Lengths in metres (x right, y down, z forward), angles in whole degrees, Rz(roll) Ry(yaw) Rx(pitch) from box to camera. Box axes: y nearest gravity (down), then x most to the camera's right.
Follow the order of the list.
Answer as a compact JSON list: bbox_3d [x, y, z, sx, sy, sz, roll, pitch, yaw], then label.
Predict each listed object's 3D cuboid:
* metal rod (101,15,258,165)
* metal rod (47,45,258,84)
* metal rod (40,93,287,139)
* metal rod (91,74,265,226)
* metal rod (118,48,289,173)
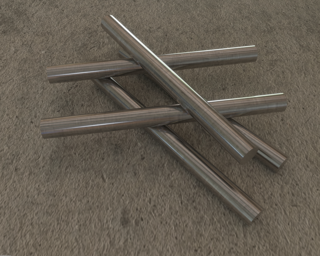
[{"bbox_3d":[0.006,-0.066,0.396,0.025,0.025,0.300,-28,56,-22],"label":"metal rod"},{"bbox_3d":[-0.006,-0.093,0.451,0.302,0.025,0.025,-7,51,-7],"label":"metal rod"},{"bbox_3d":[0.010,-0.016,0.387,0.302,0.025,0.025,-7,51,-6],"label":"metal rod"},{"bbox_3d":[0.003,0.007,0.398,0.025,0.025,0.300,-34,58,-25],"label":"metal rod"},{"bbox_3d":[0.044,-0.041,0.439,0.025,0.025,0.300,-35,59,-26],"label":"metal rod"}]
